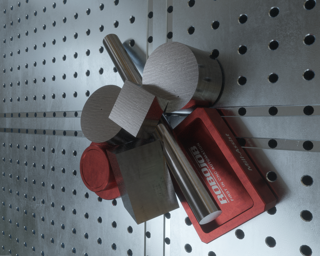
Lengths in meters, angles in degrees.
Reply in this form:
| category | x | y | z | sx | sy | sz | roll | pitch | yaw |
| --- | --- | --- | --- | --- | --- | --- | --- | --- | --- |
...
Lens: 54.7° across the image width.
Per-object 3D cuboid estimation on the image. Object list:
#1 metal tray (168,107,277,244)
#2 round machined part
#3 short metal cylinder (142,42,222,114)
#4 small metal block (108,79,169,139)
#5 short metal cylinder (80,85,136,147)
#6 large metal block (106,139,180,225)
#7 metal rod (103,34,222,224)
| category | x | y | z | sx | sy | sz | roll | pitch | yaw |
| --- | --- | --- | --- | --- | --- | --- | --- | --- | --- |
| metal tray | 0.056 | 0.052 | 0.355 | 0.090 | 0.030 | 0.130 | -44 | 64 | 31 |
| round machined part | -0.082 | 0.058 | 0.460 | 0.098 | 0.042 | 0.097 | 0 | 90 | 40 |
| short metal cylinder | 0.026 | -0.057 | 0.367 | 0.080 | 0.050 | 0.079 | 0 | 90 | 40 |
| small metal block | -0.025 | -0.021 | 0.356 | 0.050 | 0.025 | 0.050 | 33 | 102 | 35 |
| short metal cylinder | -0.061 | -0.013 | 0.424 | 0.080 | 0.050 | 0.080 | -10 | 69 | 28 |
| large metal block | -0.024 | 0.059 | 0.374 | 0.080 | 0.050 | 0.080 | 179 | 74 | -73 |
| metal rod | -0.012 | -0.022 | 0.382 | 0.025 | 0.025 | 0.299 | -50 | 51 | 28 |
